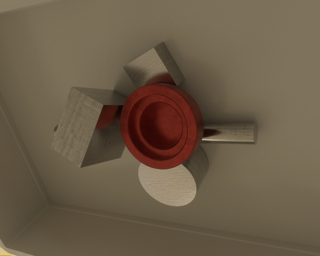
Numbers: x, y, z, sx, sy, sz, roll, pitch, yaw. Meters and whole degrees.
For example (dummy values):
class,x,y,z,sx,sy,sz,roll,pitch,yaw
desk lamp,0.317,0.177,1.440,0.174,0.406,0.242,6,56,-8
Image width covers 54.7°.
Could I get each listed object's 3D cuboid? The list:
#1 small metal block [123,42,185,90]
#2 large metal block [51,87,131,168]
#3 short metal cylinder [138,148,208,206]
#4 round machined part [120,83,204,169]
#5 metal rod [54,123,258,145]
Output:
class,x,y,z,sx,sy,sz,roll,pitch,yaw
small metal block,-0.007,-0.066,0.369,0.050,0.025,0.050,-23,107,36
large metal block,-0.078,-0.003,0.390,0.050,0.080,0.079,30,106,23
short metal cylinder,0.018,0.057,0.413,0.080,0.050,0.079,13,124,20
round machined part,0.005,-0.004,0.364,0.098,0.042,0.097,6,104,27
metal rod,-0.025,0.006,0.420,0.300,0.025,0.025,0,119,27
